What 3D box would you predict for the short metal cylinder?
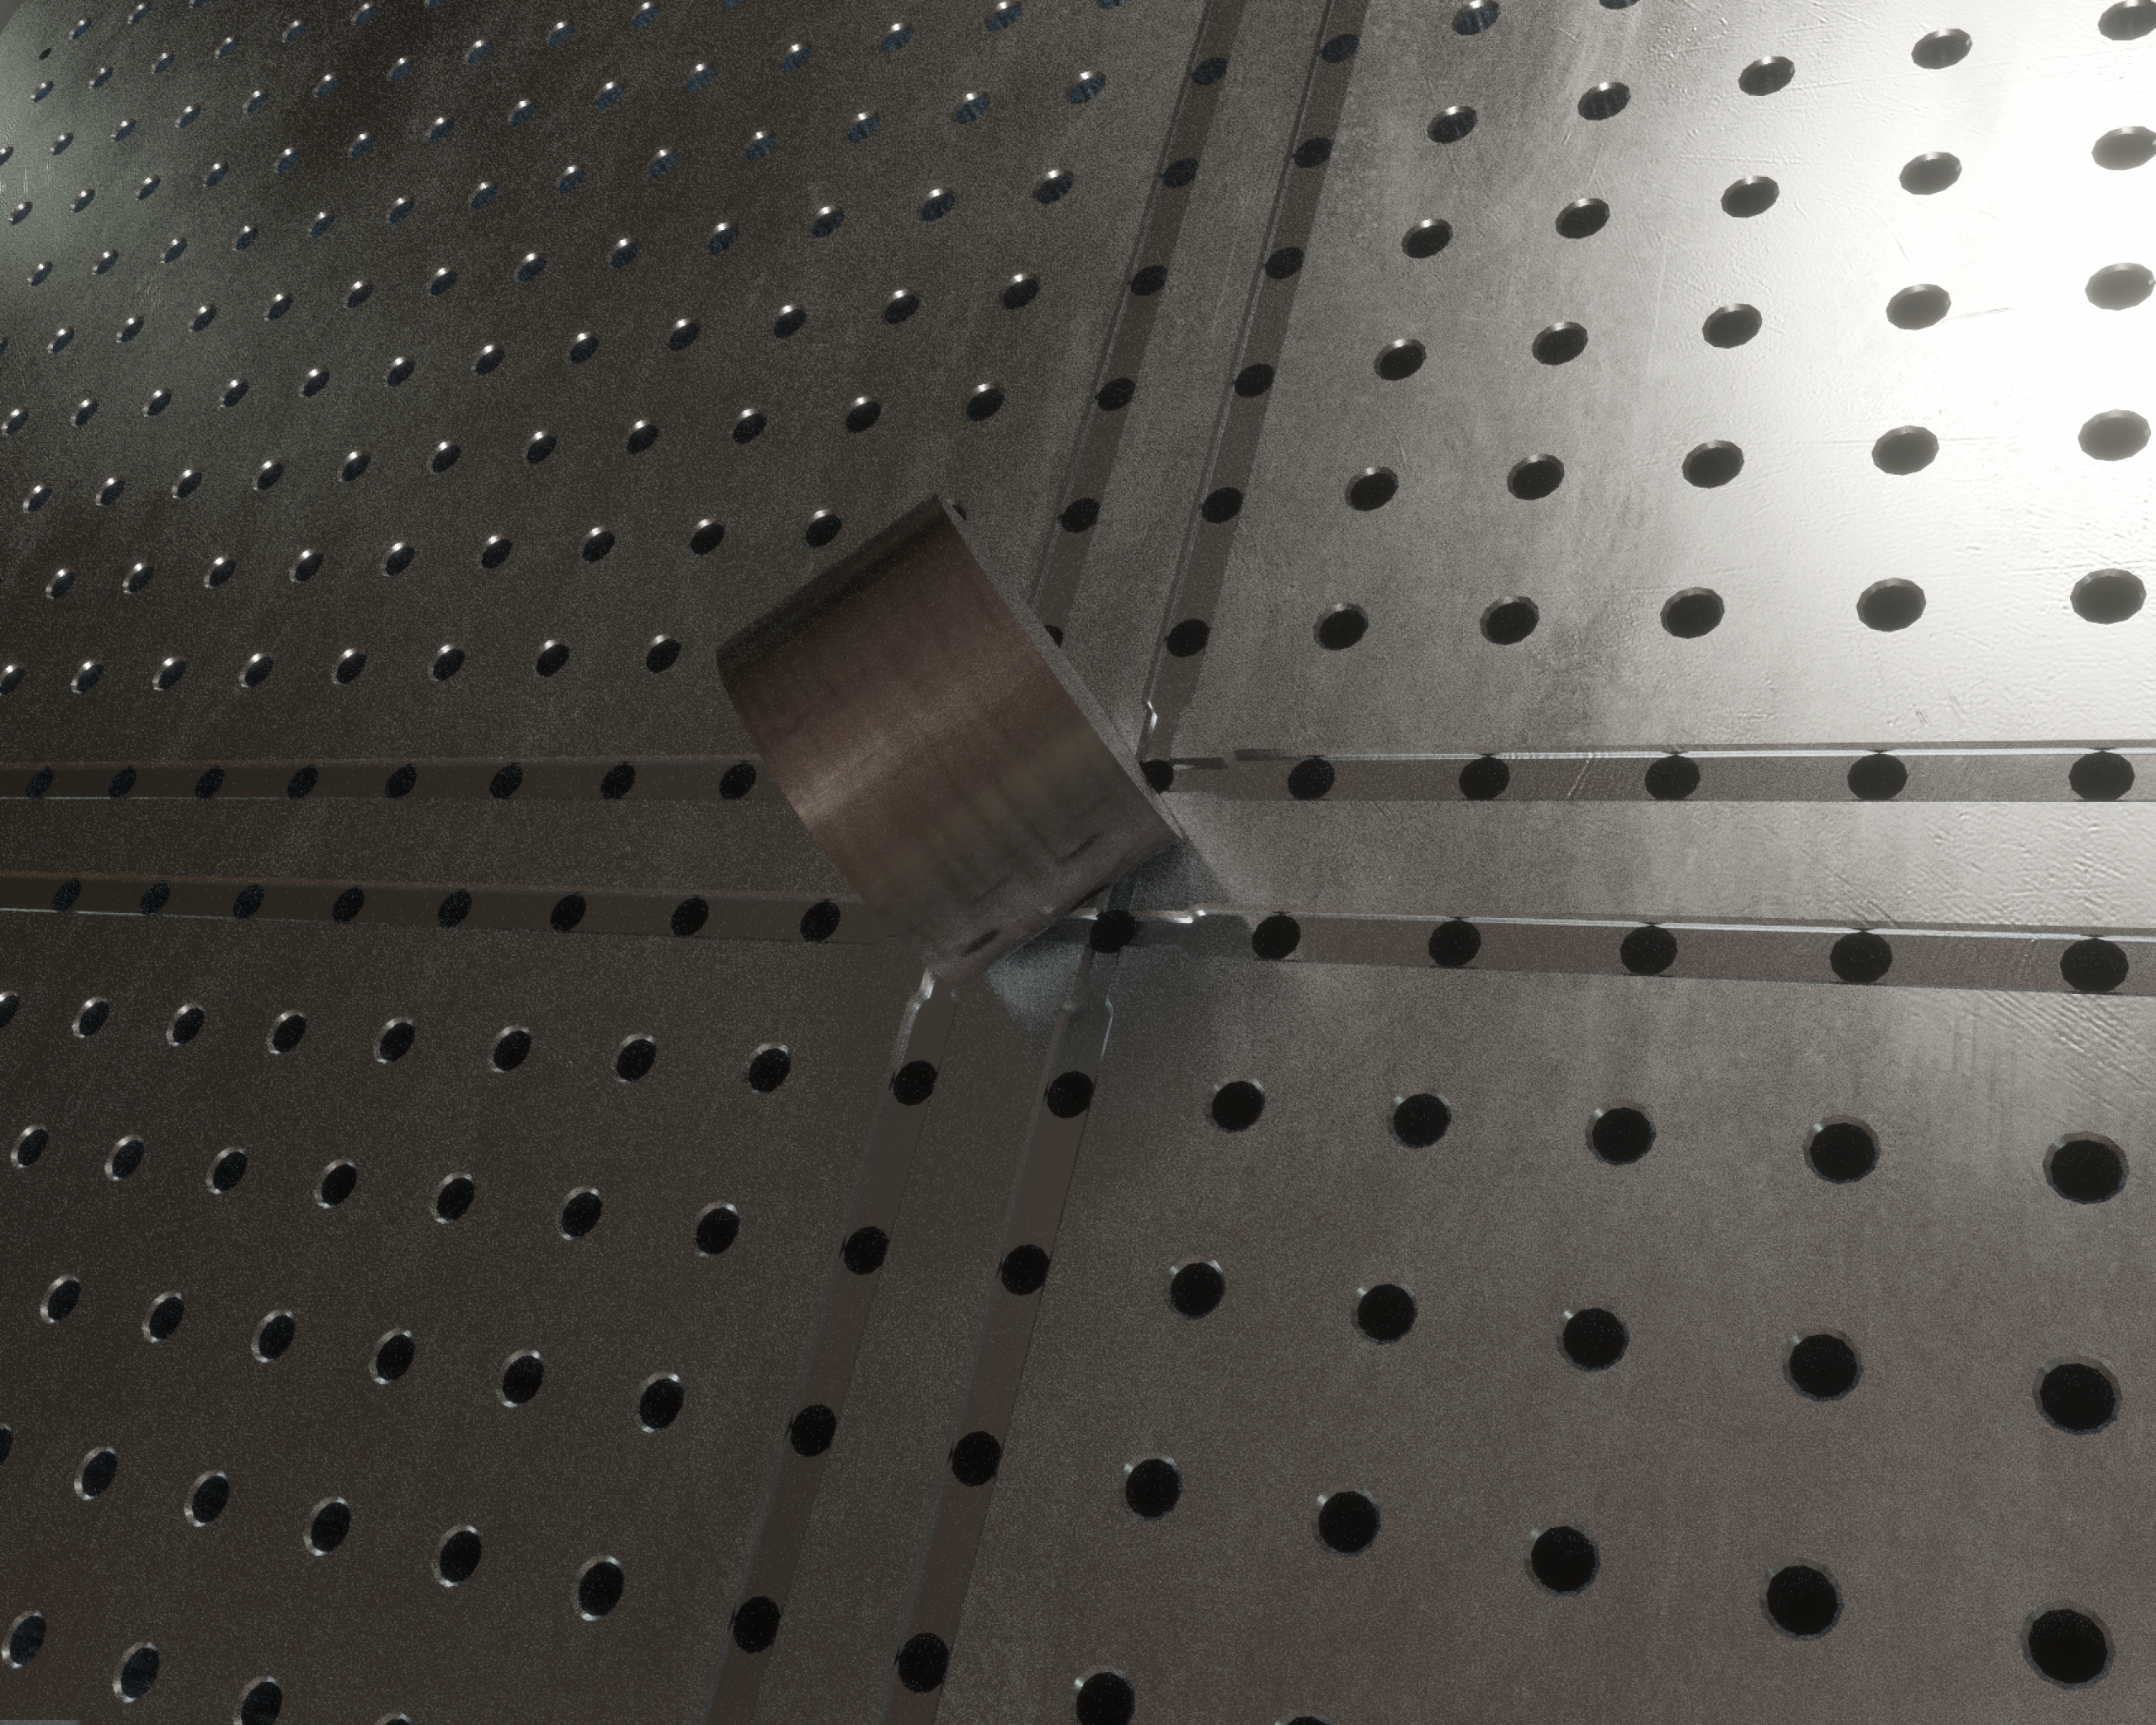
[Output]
[{"bbox_3d":[-0.024,-0.023,0.397,0.050,0.080,0.080,-35,52,5],"label":"short metal cylinder"}]
